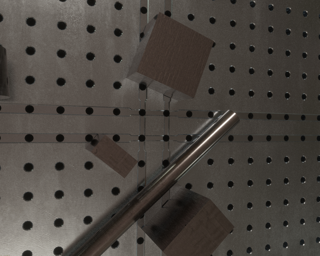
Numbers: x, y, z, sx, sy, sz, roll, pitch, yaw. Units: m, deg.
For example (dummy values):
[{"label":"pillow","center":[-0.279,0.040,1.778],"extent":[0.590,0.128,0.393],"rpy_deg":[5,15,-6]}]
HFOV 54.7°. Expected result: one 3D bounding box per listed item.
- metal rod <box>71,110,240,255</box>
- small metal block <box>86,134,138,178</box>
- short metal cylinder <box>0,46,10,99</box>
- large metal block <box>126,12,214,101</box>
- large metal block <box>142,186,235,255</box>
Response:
[{"label":"metal rod","center":[-0.002,0.079,0.413],"extent":[0.301,0.025,0.025],"rpy_deg":[-41,104,-16]},{"label":"small metal block","center":[-0.060,0.033,0.378],"extent":[0.050,0.050,0.025],"rpy_deg":[42,77,-16]},{"label":"short metal cylinder","center":[-0.197,-0.055,0.310],"extent":[0.081,0.080,0.050],"rpy_deg":[-4,92,-20]},{"label":"large metal block","center":[0.012,-0.089,0.405],"extent":[0.080,0.050,0.080],"rpy_deg":[22,83,-19]},{"label":"large metal block","center":[0.033,0.128,0.397],"extent":[0.080,0.080,0.050],"rpy_deg":[-44,104,-15]}]
